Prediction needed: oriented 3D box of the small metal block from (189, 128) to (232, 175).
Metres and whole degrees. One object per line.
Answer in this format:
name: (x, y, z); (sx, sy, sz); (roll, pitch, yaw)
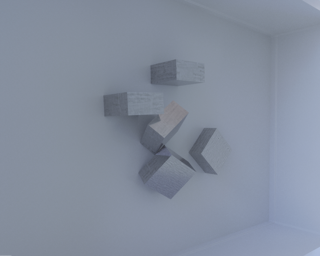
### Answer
small metal block: (0.078, 0.035, 0.472); (0.050, 0.025, 0.050); (50, 60, -28)

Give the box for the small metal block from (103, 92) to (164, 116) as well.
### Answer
small metal block: (-0.031, -0.027, 0.364); (0.050, 0.050, 0.025); (-4, 93, -40)

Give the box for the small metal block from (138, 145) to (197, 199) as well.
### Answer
small metal block: (0.010, 0.058, 0.400); (0.050, 0.025, 0.050); (-48, 124, 7)

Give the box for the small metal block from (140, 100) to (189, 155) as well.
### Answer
small metal block: (0.005, 0.000, 0.391); (0.025, 0.050, 0.050); (40, 59, 9)

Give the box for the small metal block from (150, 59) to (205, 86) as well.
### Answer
small metal block: (0.023, -0.072, 0.409); (0.050, 0.050, 0.025); (-2, 92, -40)
